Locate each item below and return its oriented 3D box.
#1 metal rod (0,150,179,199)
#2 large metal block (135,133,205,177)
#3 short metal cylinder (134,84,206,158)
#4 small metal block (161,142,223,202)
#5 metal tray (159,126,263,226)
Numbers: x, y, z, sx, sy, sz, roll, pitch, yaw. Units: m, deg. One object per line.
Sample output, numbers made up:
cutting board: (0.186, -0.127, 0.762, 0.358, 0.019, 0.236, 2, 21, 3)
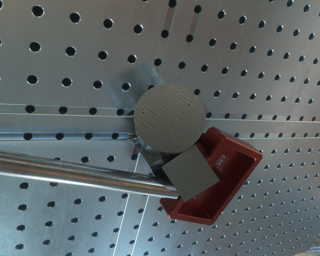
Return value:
metal rod: (-0.116, 0.047, 0.340, 0.302, 0.025, 0.025, 13, 112, -22)
large metal block: (0.023, 0.043, 0.434, 0.080, 0.050, 0.080, -31, 129, -9)
short metal cylinder: (0.010, -0.007, 0.370, 0.080, 0.080, 0.050, -31, 171, -9)
small metal block: (0.039, 0.053, 0.373, 0.050, 0.050, 0.025, -36, 172, 17)
metal tray: (0.070, 0.070, 0.423, 0.091, 0.030, 0.129, 23, 106, -37)
